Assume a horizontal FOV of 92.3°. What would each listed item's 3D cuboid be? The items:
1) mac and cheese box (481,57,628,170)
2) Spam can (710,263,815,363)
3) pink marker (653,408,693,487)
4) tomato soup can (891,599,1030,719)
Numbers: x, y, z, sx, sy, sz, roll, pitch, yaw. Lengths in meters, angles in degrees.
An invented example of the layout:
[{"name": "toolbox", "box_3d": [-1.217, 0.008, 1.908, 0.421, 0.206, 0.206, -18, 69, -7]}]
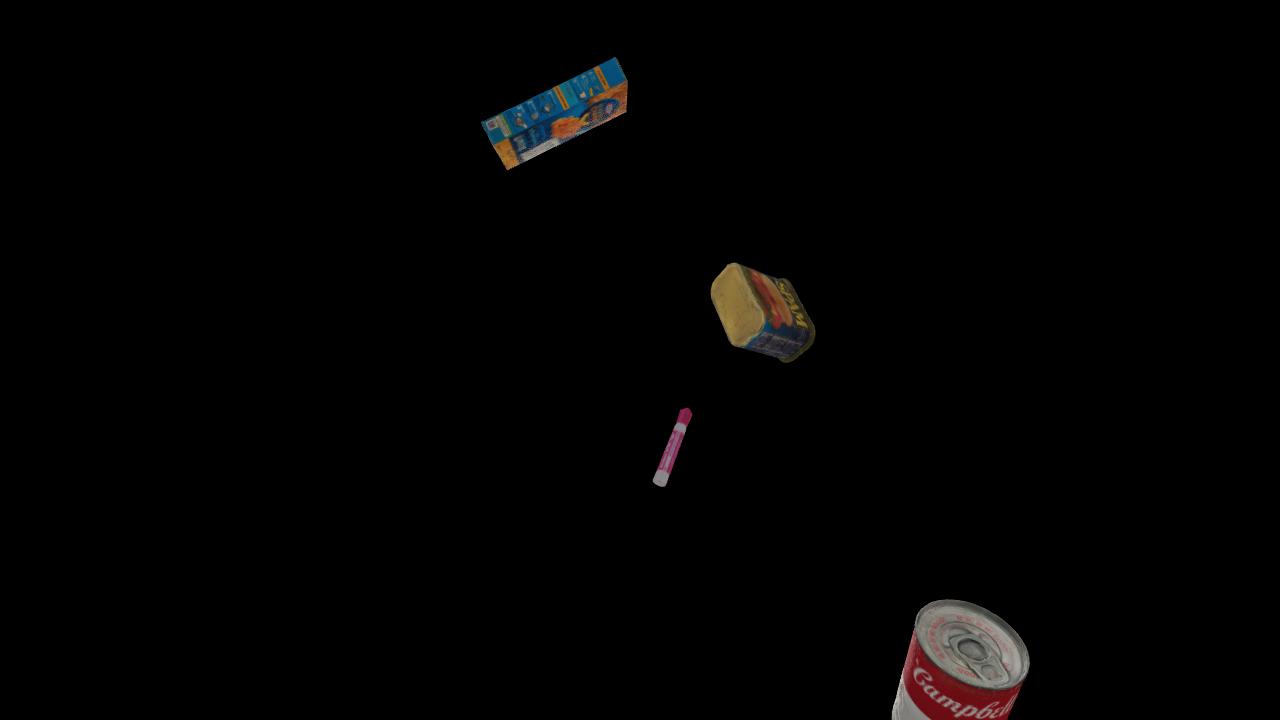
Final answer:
[{"name": "mac and cheese box", "box_3d": [-0.105, -0.313, 0.792, 0.184, 0.041, 0.093, -27, -1, -2]}, {"name": "Spam can", "box_3d": [0.134, -0.053, 0.683, 0.085, 0.101, 0.058, 12, -45, -36]}, {"name": "pink marker", "box_3d": [0.046, 0.116, 0.838, 0.020, 0.121, 0.020, 17, -34, 12]}, {"name": "tomato soup can", "box_3d": [0.214, 0.226, 0.421, 0.068, 0.101, 0.068, -1, 28, 0]}]
